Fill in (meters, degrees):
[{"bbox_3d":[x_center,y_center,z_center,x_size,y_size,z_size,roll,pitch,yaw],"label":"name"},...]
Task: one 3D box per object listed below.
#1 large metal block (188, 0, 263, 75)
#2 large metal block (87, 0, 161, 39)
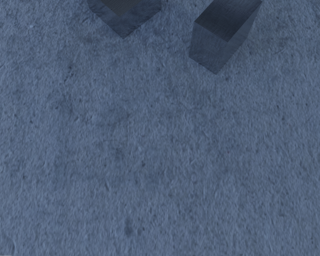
[{"bbox_3d":[0.087,-0.134,0.429,0.050,0.080,0.080,37,74,12],"label":"large metal block"},{"bbox_3d":[-0.055,-0.196,0.466,0.080,0.050,0.080,-42,76,-14],"label":"large metal block"}]
